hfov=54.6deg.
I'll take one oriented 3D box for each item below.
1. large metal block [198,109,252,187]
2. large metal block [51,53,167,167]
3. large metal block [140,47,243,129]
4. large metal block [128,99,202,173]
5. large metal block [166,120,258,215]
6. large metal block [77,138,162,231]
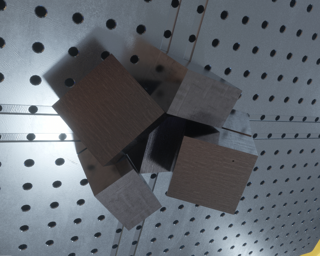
[{"bbox_3d":[0.085,0.022,0.424,0.050,0.080,0.079,17,114,6],"label":"large metal block"},{"bbox_3d":[-0.050,-0.017,0.329,0.080,0.080,0.050,-42,174,0],"label":"large metal block"},{"bbox_3d":[0.033,-0.047,0.364,0.081,0.080,0.050,14,111,-34],"label":"large metal block"},{"bbox_3d":[0.009,0.010,0.405,0.081,0.050,0.079,1,118,-29],"label":"large metal block"},{"bbox_3d":[0.059,0.044,0.364,0.080,0.050,0.079,15,114,2],"label":"large metal block"},{"bbox_3d":[-0.051,0.066,0.386,0.050,0.080,0.080,-35,130,-6],"label":"large metal block"}]
